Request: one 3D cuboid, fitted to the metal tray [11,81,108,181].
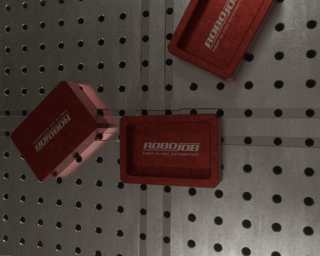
[{"bbox_3d":[-0.152,0.005,0.462,0.130,0.030,0.090,-42,77,15],"label":"metal tray"}]

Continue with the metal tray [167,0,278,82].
[{"bbox_3d":[0.079,-0.133,0.381,0.090,0.030,0.129,30,100,17],"label":"metal tray"}]

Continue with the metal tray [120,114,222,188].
[{"bbox_3d":[0.013,0.028,0.404,0.130,0.030,0.089,-1,90,19],"label":"metal tray"}]
